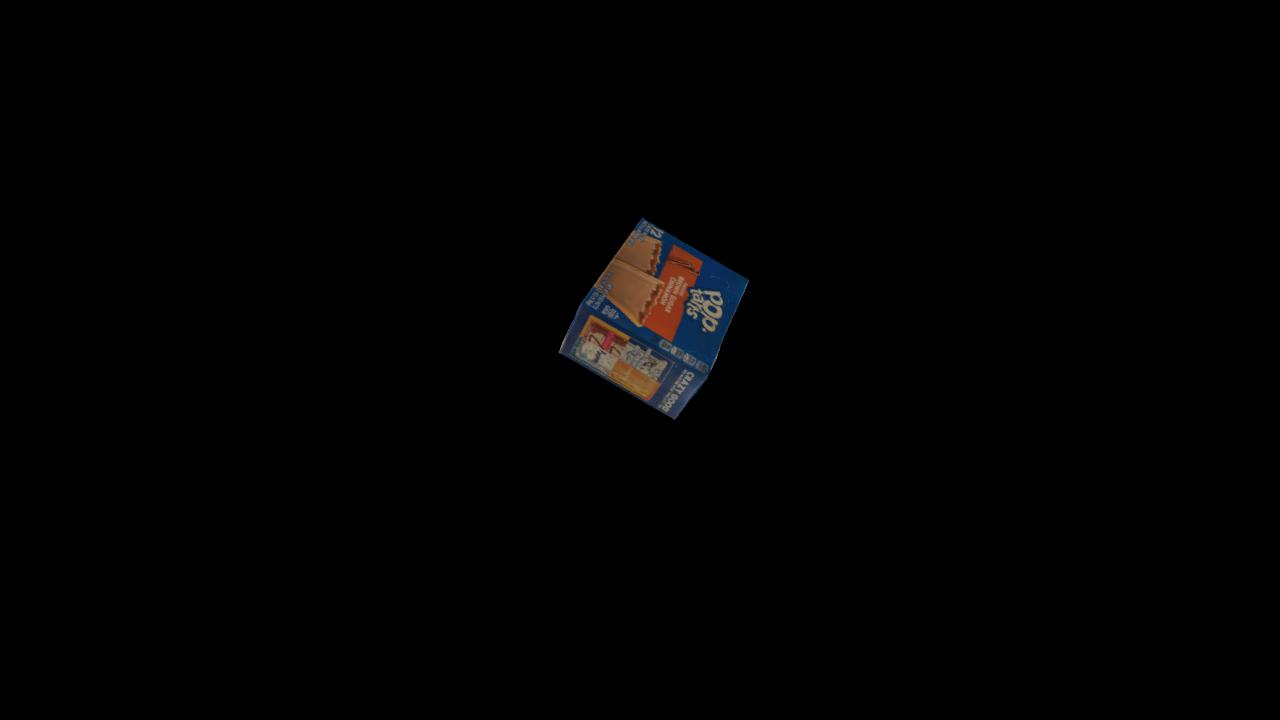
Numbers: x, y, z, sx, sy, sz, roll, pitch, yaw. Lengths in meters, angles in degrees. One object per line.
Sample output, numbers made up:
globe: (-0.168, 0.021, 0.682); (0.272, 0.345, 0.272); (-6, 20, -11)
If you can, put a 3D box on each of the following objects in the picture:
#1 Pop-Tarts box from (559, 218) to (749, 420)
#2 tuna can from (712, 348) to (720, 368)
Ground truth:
Pop-Tarts box: (0.019, -0.049, 0.655); (0.141, 0.167, 0.083); (31, -42, -1)
tuna can: (0.062, -0.001, 0.756); (0.034, 0.084, 0.084); (29, -7, -12)
